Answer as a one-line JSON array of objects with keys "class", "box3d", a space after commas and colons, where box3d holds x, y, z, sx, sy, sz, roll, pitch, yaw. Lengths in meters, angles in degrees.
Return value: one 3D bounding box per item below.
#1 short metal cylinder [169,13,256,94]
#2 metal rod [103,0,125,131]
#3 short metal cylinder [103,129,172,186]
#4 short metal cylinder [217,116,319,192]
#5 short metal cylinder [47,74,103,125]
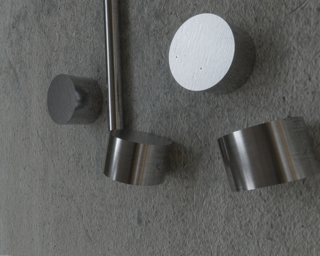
[{"class": "short metal cylinder", "box3d": [0.057, -0.079, 0.342, 0.080, 0.050, 0.080, 0, 90, 40]}, {"class": "metal rod", "box3d": [-0.068, -0.081, 0.460, 0.025, 0.025, 0.298, -4, 87, 40]}, {"class": "short metal cylinder", "box3d": [-0.029, 0.035, 0.393, 0.080, 0.081, 0.050, 17, 101, 38]}, {"class": "short metal cylinder", "box3d": [0.099, 0.025, 0.287, 0.080, 0.081, 0.050, -22, 76, 38]}, {"class": "short metal cylinder", "box3d": [-0.139, -0.045, 0.504, 0.080, 0.050, 0.080, 0, 90, 40]}]
